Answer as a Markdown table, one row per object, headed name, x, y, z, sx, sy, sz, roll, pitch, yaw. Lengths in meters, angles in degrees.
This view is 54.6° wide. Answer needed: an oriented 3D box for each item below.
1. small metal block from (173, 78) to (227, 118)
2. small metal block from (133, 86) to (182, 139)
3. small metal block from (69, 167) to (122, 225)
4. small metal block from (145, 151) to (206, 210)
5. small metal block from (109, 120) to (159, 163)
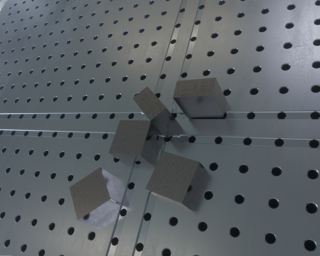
| name | x | y | z | sx | sy | sz | roll | pitch | yaw |
| --- | --- | --- | --- | --- | --- | --- | --- | --- | --- |
| small metal block | 0.051 | -0.036 | 0.388 | 0.050 | 0.050 | 0.025 | 0 | 62 | 28 |
| small metal block | -0.003 | -0.020 | 0.407 | 0.025 | 0.050 | 0.050 | -40 | 51 | 1 |
| small metal block | -0.084 | 0.088 | 0.400 | 0.050 | 0.025 | 0.050 | -34 | 51 | 6 |
| small metal block | 0.019 | 0.060 | 0.362 | 0.050 | 0.025 | 0.050 | 14 | 69 | 34 |
| small metal block | -0.034 | 0.017 | 0.417 | 0.050 | 0.025 | 0.050 | 2 | 63 | 29 |
